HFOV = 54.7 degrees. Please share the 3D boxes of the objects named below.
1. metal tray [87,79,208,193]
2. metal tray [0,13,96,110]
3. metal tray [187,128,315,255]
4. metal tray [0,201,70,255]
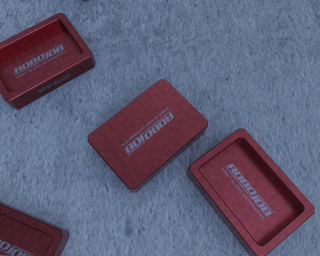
[{"bbox_3d":[-0.015,0.008,0.402,0.130,0.030,0.090,-40,75,-14],"label":"metal tray"},{"bbox_3d":[-0.171,-0.096,0.438,0.131,0.030,0.090,-33,74,-12],"label":"metal tray"},{"bbox_3d":[0.107,0.076,0.378,0.090,0.030,0.130,-35,74,-12],"label":"metal tray"},{"bbox_3d":[-0.184,0.137,0.353,0.131,0.030,0.090,21,71,7],"label":"metal tray"}]
